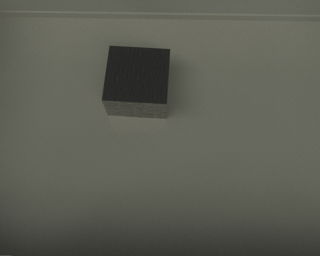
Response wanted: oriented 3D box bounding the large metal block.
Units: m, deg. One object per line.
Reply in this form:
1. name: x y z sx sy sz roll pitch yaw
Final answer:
1. large metal block: -0.029 -0.061 0.418 0.080 0.050 0.080 4 70 1
